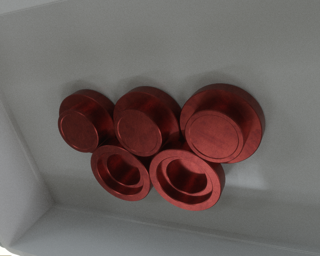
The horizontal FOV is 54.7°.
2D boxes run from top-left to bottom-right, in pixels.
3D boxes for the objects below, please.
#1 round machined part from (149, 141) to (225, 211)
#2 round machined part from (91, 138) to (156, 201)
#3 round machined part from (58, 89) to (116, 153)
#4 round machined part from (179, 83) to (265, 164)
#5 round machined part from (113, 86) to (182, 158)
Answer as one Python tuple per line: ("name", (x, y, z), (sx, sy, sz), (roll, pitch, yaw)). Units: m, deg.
("round machined part", (0.039, 0.059, 0.411), (0.098, 0.042, 0.097), (13, 124, 21))
("round machined part", (-0.049, 0.056, 0.456), (0.098, 0.042, 0.097), (13, 124, 21))
("round machined part", (-0.107, -0.003, 0.449), (0.098, 0.042, 0.097), (12, 123, 20))
("round machined part", (0.068, 0.001, 0.359), (0.098, 0.042, 0.097), (13, 123, 21))
("round machined part", (-0.020, -0.002, 0.404), (0.098, 0.042, 0.097), (13, 123, 21))
